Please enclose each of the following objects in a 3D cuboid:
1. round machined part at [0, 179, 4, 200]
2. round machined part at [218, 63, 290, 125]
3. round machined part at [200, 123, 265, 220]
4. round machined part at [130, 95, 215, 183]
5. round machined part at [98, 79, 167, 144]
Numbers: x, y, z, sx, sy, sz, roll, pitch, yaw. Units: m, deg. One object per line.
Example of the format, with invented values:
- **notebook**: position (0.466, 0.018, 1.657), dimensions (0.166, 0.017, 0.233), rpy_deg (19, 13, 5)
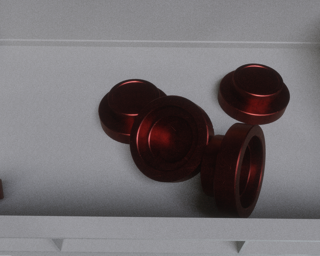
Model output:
- **round machined part**: position (-0.206, 0.080, 0.300), dimensions (0.099, 0.098, 0.042), rpy_deg (-10, 84, -9)
- **round machined part**: position (0.135, -0.055, 0.441), dimensions (0.099, 0.042, 0.098), rpy_deg (0, 50, 0)
- **round machined part**: position (0.076, 0.043, 0.327), dimensions (0.042, 0.098, 0.098), rpy_deg (7, 47, 33)
- **round machined part**: position (0.017, 0.014, 0.361), dimensions (0.098, 0.042, 0.098), rpy_deg (-6, 77, 28)
- **round machined part**: position (-0.034, -0.029, 0.418), dimensions (0.099, 0.042, 0.098), rpy_deg (0, 50, 0)
